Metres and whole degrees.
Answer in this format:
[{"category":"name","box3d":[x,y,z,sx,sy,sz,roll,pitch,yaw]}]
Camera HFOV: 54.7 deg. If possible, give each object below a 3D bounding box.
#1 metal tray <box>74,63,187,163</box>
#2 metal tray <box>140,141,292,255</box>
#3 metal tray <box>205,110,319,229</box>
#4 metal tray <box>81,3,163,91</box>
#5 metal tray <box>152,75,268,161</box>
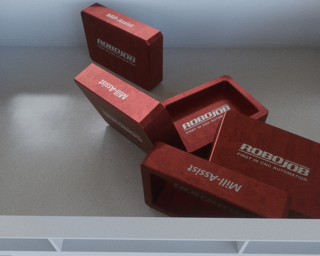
[{"category":"metal tray","box3d":[-0.035,-0.015,0.356,0.030,0.090,0.130,-46,51,-14]},{"category":"metal tray","box3d":[0.047,0.071,0.302,0.130,0.090,0.030,21,55,17]},{"category":"metal tray","box3d":[0.120,0.043,0.344,0.131,0.030,0.090,21,61,4]},{"category":"metal tray","box3d":[-0.056,-0.121,0.463,0.130,0.090,0.030,31,57,23]},{"category":"metal tray","box3d":[0.064,-0.014,0.413,0.131,0.030,0.090,-25,54,-20]}]
